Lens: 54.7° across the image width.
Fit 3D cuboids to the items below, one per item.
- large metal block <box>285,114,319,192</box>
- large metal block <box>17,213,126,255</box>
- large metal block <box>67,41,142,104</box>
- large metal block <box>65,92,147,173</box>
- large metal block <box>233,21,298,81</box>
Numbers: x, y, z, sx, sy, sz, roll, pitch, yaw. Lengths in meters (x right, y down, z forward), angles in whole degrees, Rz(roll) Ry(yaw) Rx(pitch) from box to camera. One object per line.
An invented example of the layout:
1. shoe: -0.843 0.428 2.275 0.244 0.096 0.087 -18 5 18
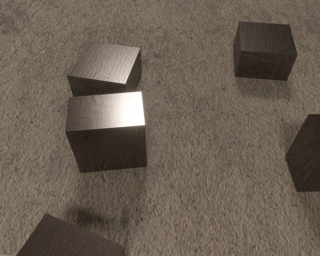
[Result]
1. large metal block: 0.199 0.029 0.345 0.081 0.080 0.050 -1 50 -1
2. large metal block: -0.084 0.135 0.273 0.080 0.050 0.080 18 52 14
3. large metal block: -0.076 -0.078 0.451 0.080 0.050 0.080 9 51 7
4. large metal block: -0.058 0.007 0.361 0.081 0.080 0.050 -5 50 -5
5. large metal block: 0.163 -0.123 0.493 0.080 0.050 0.080 6 50 4
